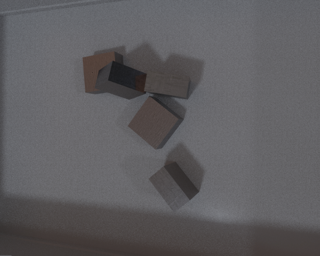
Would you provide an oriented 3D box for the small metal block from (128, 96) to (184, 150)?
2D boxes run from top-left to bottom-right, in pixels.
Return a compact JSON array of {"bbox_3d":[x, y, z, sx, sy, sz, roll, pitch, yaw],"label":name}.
[{"bbox_3d":[-0.006,-0.007,0.412,0.050,0.025,0.050,40,102,15],"label":"small metal block"}]

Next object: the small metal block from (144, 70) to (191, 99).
[{"bbox_3d":[0.011,-0.053,0.388,0.050,0.050,0.025,10,94,7],"label":"small metal block"}]

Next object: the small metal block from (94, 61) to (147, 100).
[{"bbox_3d":[-0.049,-0.059,0.393,0.050,0.050,0.025,-8,68,60],"label":"small metal block"}]

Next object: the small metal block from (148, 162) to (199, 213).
[{"bbox_3d":[0.019,0.072,0.390,0.025,0.050,0.050,-42,77,15],"label":"small metal block"}]

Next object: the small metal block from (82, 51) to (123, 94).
[{"bbox_3d":[-0.079,-0.077,0.437,0.050,0.025,0.050,-6,88,19],"label":"small metal block"}]
